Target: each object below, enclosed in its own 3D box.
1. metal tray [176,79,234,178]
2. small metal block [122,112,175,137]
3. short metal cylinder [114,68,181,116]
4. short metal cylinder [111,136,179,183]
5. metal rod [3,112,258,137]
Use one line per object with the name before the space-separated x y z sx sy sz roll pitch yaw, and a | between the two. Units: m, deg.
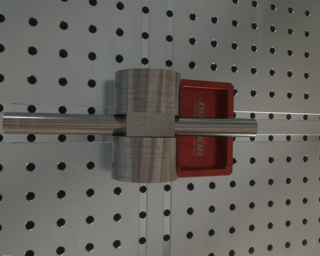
metal tray | 0.055 0.001 0.430 0.091 0.030 0.129 1 90 -20
small metal block | -0.014 -0.004 0.343 0.050 0.050 0.025 1 90 -12
short metal cylinder | -0.015 -0.040 0.376 0.081 0.080 0.050 1 90 -20
short metal cylinder | -0.018 0.035 0.376 0.081 0.080 0.050 1 90 -20
metal rod | -0.025 -0.003 0.378 0.302 0.025 0.025 1 90 -11
